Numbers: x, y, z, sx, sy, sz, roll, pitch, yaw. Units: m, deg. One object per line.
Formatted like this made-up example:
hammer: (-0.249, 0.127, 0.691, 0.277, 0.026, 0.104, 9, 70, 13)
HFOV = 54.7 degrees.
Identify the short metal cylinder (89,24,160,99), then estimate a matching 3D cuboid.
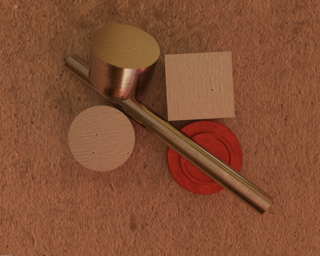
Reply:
short metal cylinder: (-0.045, -0.082, 0.379, 0.081, 0.050, 0.080, 9, 51, -11)

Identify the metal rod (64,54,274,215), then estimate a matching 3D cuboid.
metal rod: (0.001, 0.000, 0.377, 0.300, 0.025, 0.025, 36, 90, 13)

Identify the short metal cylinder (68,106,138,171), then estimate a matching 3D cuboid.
short metal cylinder: (-0.071, 0.012, 0.399, 0.081, 0.050, 0.080, 0, 90, 0)

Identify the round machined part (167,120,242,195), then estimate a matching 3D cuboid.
round machined part: (0.058, 0.038, 0.402, 0.099, 0.042, 0.097, 0, 90, 0)

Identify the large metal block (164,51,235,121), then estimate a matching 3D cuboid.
large metal block: (0.048, -0.051, 0.397, 0.081, 0.050, 0.080, -3, 90, 0)
